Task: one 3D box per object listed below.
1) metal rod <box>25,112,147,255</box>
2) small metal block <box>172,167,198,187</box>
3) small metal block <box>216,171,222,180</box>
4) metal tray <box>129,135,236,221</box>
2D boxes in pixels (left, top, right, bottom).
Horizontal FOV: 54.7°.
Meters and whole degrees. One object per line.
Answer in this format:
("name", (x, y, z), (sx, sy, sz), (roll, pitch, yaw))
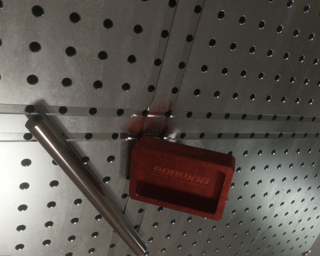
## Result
("metal rod", (-0.084, 0.097, 0.426), (0.025, 0.025, 0.299), (-32, 129, -8))
("small metal block", (0.035, 0.063, 0.452), (0.025, 0.050, 0.050), (-53, 146, -49))
("small metal block", (0.070, 0.068, 0.477), (0.025, 0.050, 0.050), (-16, 125, -22))
("metal tray", (0.027, 0.067, 0.417), (0.131, 0.030, 0.089), (12, 119, 9))
